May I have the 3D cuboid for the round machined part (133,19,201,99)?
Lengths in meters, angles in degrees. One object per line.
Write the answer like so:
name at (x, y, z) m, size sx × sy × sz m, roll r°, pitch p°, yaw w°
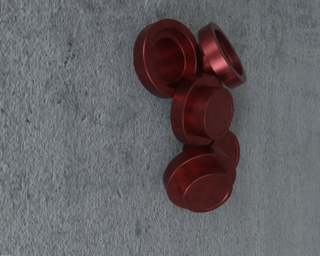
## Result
round machined part at (0.005, -0.086, 0.401) m, size 0.099 × 0.042 × 0.097 m, roll 0°, pitch 90°, yaw -40°

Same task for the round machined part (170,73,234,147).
round machined part at (0.061, -0.021, 0.406) m, size 0.099 × 0.042 × 0.097 m, roll -17°, pitch 113°, yaw -45°

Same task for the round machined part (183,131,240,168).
round machined part at (0.084, 0.037, 0.468) m, size 0.099 × 0.042 × 0.097 m, roll 0°, pitch 90°, yaw -40°

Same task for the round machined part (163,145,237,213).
round machined part at (0.057, 0.074, 0.412) m, size 0.099 × 0.042 × 0.097 m, roll -8°, pitch 124°, yaw -12°

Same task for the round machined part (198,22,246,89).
round machined part at (0.082, -0.099, 0.448) m, size 0.098 × 0.042 × 0.098 m, roll 40°, pitch 35°, yaw -35°
